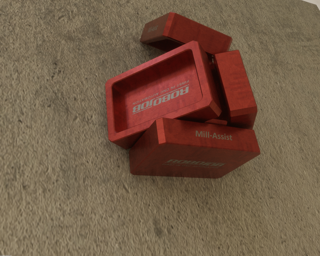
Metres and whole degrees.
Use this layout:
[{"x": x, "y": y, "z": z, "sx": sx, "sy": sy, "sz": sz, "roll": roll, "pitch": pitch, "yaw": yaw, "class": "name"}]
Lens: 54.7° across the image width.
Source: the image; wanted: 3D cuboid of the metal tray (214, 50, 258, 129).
[{"x": 0.094, "y": -0.028, "z": 0.411, "sx": 0.030, "sy": 0.130, "sz": 0.090, "roll": -10, "pitch": 63, "yaw": 4, "class": "metal tray"}]

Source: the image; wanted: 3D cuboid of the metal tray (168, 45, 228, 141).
[{"x": 0.039, "y": -0.041, "z": 0.410, "sx": 0.030, "sy": 0.090, "sz": 0.130, "roll": 7, "pitch": 59, "yaw": -25, "class": "metal tray"}]

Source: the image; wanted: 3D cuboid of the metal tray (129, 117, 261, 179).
[{"x": 0.039, "y": 0.029, "z": 0.368, "sx": 0.131, "sy": 0.090, "sz": 0.030, "roll": 7, "pitch": 59, "yaw": -25, "class": "metal tray"}]

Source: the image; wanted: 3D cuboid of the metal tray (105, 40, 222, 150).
[{"x": -0.002, "y": -0.037, "z": 0.366, "sx": 0.030, "sy": 0.130, "sz": 0.090, "roll": 37, "pitch": 38, "yaw": -54, "class": "metal tray"}]

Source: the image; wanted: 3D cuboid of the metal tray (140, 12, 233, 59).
[{"x": 0.031, "y": -0.125, "z": 0.441, "sx": 0.091, "sy": 0.130, "sz": 0.030, "roll": 16, "pitch": 96, "yaw": -20, "class": "metal tray"}]
